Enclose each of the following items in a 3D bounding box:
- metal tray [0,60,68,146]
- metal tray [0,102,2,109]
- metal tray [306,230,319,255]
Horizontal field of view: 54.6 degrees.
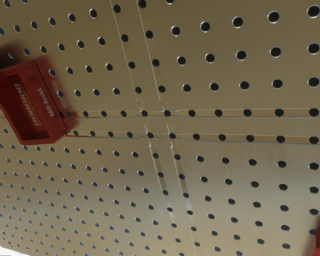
[{"bbox_3d":[-0.214,-0.036,0.499,0.090,0.030,0.129,-5,116,30],"label":"metal tray"},{"bbox_3d":[-0.319,-0.064,0.516,0.130,0.030,0.090,1,120,46],"label":"metal tray"},{"bbox_3d":[0.256,0.188,0.389,0.130,0.030,0.089,14,124,20],"label":"metal tray"}]
